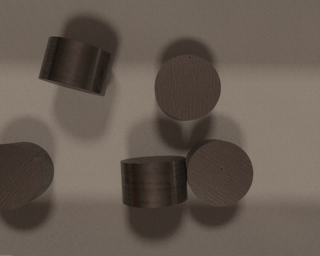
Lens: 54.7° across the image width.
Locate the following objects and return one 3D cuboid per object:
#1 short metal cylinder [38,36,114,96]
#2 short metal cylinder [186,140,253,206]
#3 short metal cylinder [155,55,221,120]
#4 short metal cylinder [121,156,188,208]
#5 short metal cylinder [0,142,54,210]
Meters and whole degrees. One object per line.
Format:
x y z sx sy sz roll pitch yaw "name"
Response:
-0.102 -0.074 0.383 0.080 0.080 0.050 14 90 -1 "short metal cylinder"
0.073 0.055 0.400 0.081 0.050 0.079 0 90 -1 "short metal cylinder"
0.034 -0.049 0.399 0.081 0.050 0.079 0 90 -1 "short metal cylinder"
-0.007 0.064 0.384 0.081 0.080 0.050 -3 90 -1 "short metal cylinder"
-0.185 0.059 0.397 0.081 0.050 0.079 0 90 -1 "short metal cylinder"
